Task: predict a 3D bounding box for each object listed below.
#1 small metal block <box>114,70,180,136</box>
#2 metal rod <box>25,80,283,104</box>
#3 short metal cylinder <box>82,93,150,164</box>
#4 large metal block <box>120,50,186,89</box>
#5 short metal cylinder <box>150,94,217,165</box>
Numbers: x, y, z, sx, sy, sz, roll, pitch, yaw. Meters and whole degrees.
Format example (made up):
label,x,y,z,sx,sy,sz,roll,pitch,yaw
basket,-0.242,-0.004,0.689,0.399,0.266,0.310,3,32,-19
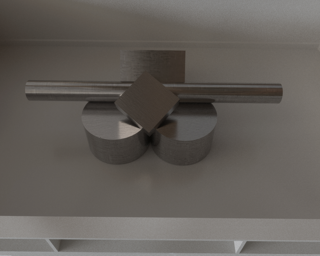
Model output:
label,x,y,z,sx,sy,sz,roll,pitch,yaw
small metal block,-0.014,-0.027,0.347,0.050,0.025,0.050,41,81,7
metal rod,-0.007,-0.044,0.375,0.302,0.025,0.025,1,50,0
short metal cylinder,-0.053,-0.002,0.388,0.081,0.050,0.080,0,50,0
large metal block,-0.009,-0.076,0.424,0.081,0.050,0.080,1,7,0
short metal cylinder,0.028,0.000,0.388,0.081,0.050,0.080,0,50,0
